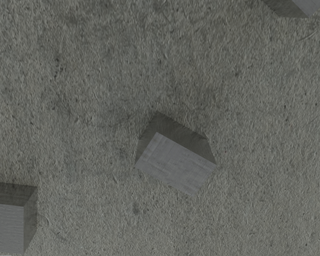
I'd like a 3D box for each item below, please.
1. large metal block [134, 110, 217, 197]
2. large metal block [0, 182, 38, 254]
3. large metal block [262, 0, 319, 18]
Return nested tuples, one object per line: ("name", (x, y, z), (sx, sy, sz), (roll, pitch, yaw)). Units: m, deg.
("large metal block", (0.018, 0.029, 0.391), (0.080, 0.080, 0.050), (29, 107, -10))
("large metal block", (-0.225, 0.126, 0.441), (0.081, 0.050, 0.079), (8, 110, -3))
("large metal block", (0.151, -0.164, 0.321), (0.050, 0.080, 0.080), (38, 106, -13))
